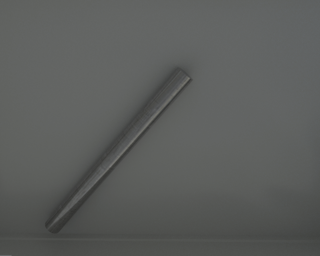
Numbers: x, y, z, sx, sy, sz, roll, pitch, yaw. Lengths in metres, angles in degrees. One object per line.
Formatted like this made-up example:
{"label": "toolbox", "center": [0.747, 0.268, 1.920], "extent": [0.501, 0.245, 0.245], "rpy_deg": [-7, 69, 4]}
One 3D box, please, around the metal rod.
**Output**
{"label": "metal rod", "center": [-0.064, 0.040, 0.425], "extent": [0.025, 0.025, 0.299], "rpy_deg": [38, 106, -13]}
